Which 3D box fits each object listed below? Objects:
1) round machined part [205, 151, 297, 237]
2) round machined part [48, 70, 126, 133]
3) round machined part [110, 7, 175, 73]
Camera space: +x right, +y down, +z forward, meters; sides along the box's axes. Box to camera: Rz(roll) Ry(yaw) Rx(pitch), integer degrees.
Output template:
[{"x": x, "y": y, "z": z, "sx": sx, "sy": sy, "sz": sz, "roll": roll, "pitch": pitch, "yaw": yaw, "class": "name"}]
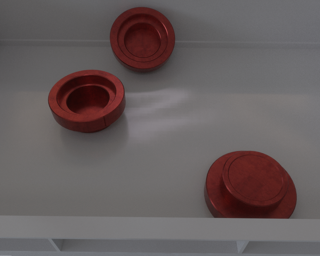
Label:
[{"x": 0.100, "y": 0.064, "z": 0.341, "sx": 0.099, "sy": 0.042, "sz": 0.098, "roll": 0, "pitch": 50, "yaw": 0, "class": "round machined part"}, {"x": -0.096, "y": -0.032, "z": 0.420, "sx": 0.099, "sy": 0.042, "sz": 0.098, "roll": 0, "pitch": 50, "yaw": 0, "class": "round machined part"}, {"x": -0.028, "y": -0.134, "z": 0.487, "sx": 0.099, "sy": 0.042, "sz": 0.097, "roll": 1, "pitch": 84, "yaw": -5, "class": "round machined part"}]
